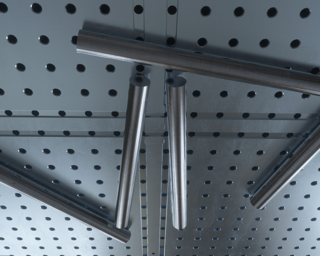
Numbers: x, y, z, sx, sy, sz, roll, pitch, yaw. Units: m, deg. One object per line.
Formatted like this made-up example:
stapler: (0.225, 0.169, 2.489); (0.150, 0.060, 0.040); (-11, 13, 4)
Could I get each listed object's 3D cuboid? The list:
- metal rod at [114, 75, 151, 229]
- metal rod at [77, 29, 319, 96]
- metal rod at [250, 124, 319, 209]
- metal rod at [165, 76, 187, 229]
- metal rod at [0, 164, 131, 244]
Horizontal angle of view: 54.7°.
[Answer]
metal rod: (-0.046, 0.057, 0.459); (0.025, 0.025, 0.298); (6, 130, -6)
metal rod: (0.061, -0.070, 0.352); (0.302, 0.025, 0.025); (9, 130, -8)
metal rod: (0.217, 0.020, 0.432); (0.025, 0.025, 0.298); (16, 128, -14)
metal rod: (0.027, 0.058, 0.461); (0.025, 0.025, 0.298); (-3, 130, 2)
metal rod: (-0.168, 0.125, 0.515); (0.025, 0.025, 0.301); (-37, 122, 26)
